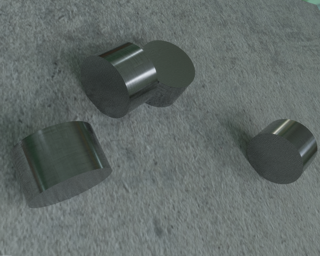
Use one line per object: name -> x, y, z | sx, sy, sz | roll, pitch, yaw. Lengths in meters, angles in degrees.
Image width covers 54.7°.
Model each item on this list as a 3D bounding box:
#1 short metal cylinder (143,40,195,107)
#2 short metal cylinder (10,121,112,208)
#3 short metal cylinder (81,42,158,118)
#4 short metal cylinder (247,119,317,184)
short metal cylinder -> 0.002, -0.076, 0.437 | 0.081, 0.050, 0.080 | 14, 56, -21
short metal cylinder -> -0.093, 0.036, 0.297 | 0.081, 0.080, 0.050 | -17, 71, -35
short metal cylinder -> -0.050, -0.058, 0.378 | 0.080, 0.080, 0.050 | 48, 51, 5
short metal cylinder -> 0.175, 0.033, 0.445 | 0.050, 0.080, 0.080 | -31, 79, -38
